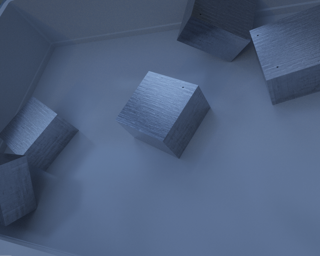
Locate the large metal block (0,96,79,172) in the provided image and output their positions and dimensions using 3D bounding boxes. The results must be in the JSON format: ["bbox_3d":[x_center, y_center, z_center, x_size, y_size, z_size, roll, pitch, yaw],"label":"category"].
[{"bbox_3d":[-0.189,0.007,0.482,0.080,0.050,0.080,30,78,37],"label":"large metal block"}]

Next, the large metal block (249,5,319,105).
[{"bbox_3d":[0.157,-0.083,0.358,0.080,0.050,0.080,-17,55,18],"label":"large metal block"}]

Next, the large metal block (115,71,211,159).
[{"bbox_3d":[0.005,-0.019,0.398,0.080,0.050,0.080,23,74,36],"label":"large metal block"}]

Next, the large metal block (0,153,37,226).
[{"bbox_3d":[-0.226,0.081,0.430,0.080,0.050,0.079,2,105,28],"label":"large metal block"}]

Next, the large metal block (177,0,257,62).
[{"bbox_3d":[0.076,-0.147,0.413,0.080,0.050,0.080,20,65,-10],"label":"large metal block"}]
